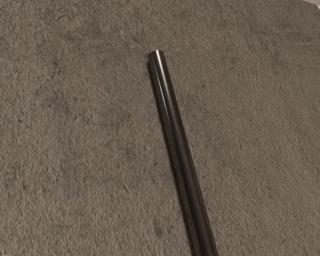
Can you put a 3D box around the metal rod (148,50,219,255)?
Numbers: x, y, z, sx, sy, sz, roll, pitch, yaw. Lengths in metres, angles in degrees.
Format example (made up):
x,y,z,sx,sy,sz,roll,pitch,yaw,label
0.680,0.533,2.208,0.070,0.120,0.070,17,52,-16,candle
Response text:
x,y,z,sx,sy,sz,roll,pitch,yaw,label
0.025,0.022,0.404,0.025,0.025,0.299,1,61,-28,metal rod
